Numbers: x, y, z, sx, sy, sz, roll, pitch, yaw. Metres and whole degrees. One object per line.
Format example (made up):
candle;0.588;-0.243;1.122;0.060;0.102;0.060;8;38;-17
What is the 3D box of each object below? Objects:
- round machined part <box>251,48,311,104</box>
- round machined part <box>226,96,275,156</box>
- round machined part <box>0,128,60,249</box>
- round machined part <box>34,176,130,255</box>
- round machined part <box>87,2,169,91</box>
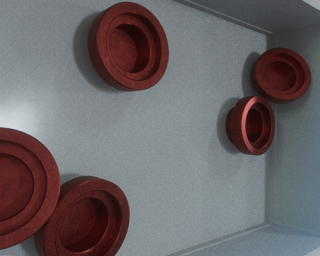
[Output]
round machined part;0.210;-0.089;0.550;0.099;0.042;0.098;1;76;-3
round machined part;0.148;-0.004;0.519;0.099;0.042;0.097;0;90;-40
round machined part;-0.139;0.051;0.266;0.099;0.042;0.098;5;77;-22
round machined part;-0.083;0.098;0.321;0.099;0.042;0.097;-7;100;-45
round machined part;-0.040;-0.091;0.362;0.099;0.042;0.097;0;90;-40
